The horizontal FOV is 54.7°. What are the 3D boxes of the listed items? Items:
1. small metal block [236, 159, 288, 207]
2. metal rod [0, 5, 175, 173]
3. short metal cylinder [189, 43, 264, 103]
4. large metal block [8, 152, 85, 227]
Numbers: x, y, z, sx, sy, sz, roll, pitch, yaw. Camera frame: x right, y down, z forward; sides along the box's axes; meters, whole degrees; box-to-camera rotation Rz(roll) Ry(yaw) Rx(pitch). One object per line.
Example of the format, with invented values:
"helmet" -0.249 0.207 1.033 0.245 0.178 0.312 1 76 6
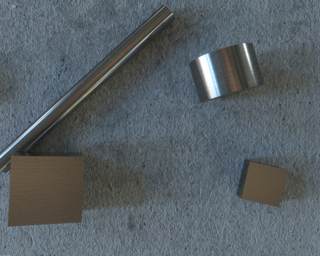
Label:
"small metal block" 0.135 0.073 0.412 0.050 0.025 0.050 13 90 -1
"metal rod" -0.099 -0.052 0.408 0.300 0.025 0.025 -42 91 -1
"short metal cylinder" 0.082 -0.066 0.384 0.080 0.080 0.050 -16 90 0
"large metal block" -0.139 0.072 0.384 0.081 0.050 0.079 3 90 -19
